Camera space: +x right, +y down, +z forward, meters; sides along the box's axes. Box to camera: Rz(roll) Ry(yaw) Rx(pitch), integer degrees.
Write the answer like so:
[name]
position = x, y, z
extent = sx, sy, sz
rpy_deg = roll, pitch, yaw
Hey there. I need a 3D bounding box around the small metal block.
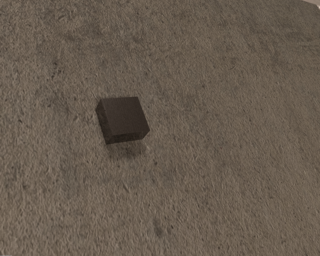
[small metal block]
position = -0.047, -0.010, 0.386
extent = 0.050, 0.025, 0.050
rpy_deg = -7, 66, -32
